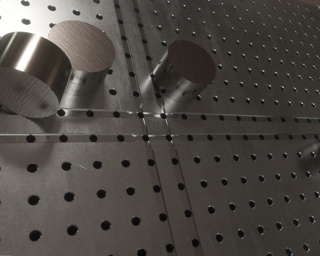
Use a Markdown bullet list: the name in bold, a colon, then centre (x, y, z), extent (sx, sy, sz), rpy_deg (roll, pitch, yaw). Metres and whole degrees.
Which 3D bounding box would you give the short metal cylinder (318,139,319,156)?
- **short metal cylinder**: centre (0.331, 0.041, 0.549), extent (0.081, 0.050, 0.080), rpy_deg (14, 56, -21)

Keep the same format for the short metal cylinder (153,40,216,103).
- **short metal cylinder**: centre (0.037, -0.084, 0.465), extent (0.081, 0.050, 0.080), rpy_deg (14, 56, -21)

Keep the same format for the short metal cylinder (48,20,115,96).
- **short metal cylinder**: centre (-0.103, -0.088, 0.391), extent (0.081, 0.050, 0.080), rpy_deg (14, 56, -21)

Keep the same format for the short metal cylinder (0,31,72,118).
- **short metal cylinder**: centre (-0.141, -0.054, 0.331), extent (0.081, 0.080, 0.050), rpy_deg (20, 54, -17)
